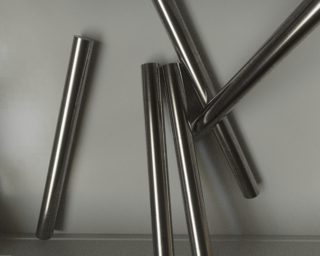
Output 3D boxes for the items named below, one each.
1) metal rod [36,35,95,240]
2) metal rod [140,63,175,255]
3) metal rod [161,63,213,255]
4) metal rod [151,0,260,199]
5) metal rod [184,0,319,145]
[{"bbox_3d":[-0.133,0.027,0.419,0.025,0.025,0.298,15,109,-6],"label":"metal rod"},{"bbox_3d":[-0.001,0.071,0.373,0.025,0.025,0.298,-4,86,1],"label":"metal rod"},{"bbox_3d":[0.037,0.070,0.374,0.025,0.025,0.298,-9,86,3],"label":"metal rod"},{"bbox_3d":[0.065,-0.031,0.400,0.025,0.025,0.299,-25,108,9],"label":"metal rod"},{"bbox_3d":[0.101,-0.063,0.316,0.025,0.025,0.298,29,136,-10],"label":"metal rod"}]
